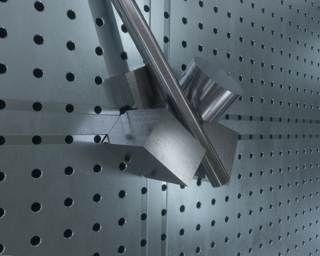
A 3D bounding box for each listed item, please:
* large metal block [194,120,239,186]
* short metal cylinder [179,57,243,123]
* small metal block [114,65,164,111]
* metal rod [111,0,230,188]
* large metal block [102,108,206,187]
[{"bbox_3d":[0.063,0.034,0.448,0.080,0.050,0.080,22,76,-38],"label":"large metal block"},{"bbox_3d":[0.065,-0.052,0.421,0.081,0.080,0.050,11,127,-40],"label":"short metal cylinder"},{"bbox_3d":[-0.023,-0.051,0.392,0.050,0.025,0.050,-31,109,-36],"label":"small metal block"},{"bbox_3d":[0.007,-0.060,0.377,0.025,0.025,0.299,-35,100,-35],"label":"metal rod"},{"bbox_3d":[-0.007,0.022,0.369,0.080,0.080,0.050,45,63,-31],"label":"large metal block"}]
